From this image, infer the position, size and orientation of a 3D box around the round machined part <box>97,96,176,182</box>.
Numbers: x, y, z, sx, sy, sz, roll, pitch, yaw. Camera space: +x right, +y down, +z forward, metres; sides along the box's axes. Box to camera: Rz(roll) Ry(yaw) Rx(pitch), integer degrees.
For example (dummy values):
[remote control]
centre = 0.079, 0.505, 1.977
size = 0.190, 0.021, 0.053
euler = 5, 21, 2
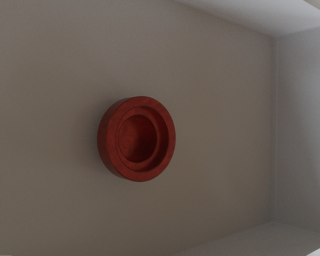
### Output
[round machined part]
centre = -0.031, 0.012, 0.369
size = 0.099, 0.042, 0.097
euler = 0, 90, -40
